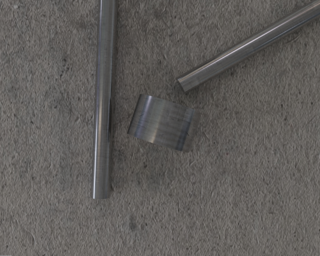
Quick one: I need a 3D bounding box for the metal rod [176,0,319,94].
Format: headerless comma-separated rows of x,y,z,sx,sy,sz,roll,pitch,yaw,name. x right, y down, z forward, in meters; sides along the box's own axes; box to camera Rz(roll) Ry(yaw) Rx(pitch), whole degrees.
0.158,-0.130,0.411,0.301,0.025,0.025,-30,90,0,metal rod

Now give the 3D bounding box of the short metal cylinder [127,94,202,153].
0.005,-0.006,0.383,0.080,0.080,0.050,17,90,0,short metal cylinder

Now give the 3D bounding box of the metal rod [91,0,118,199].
-0.073,-0.058,0.409,0.025,0.025,0.298,2,90,0,metal rod
